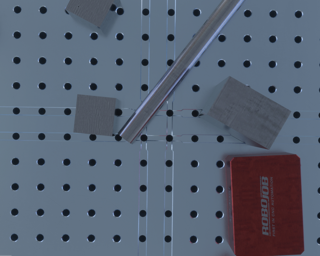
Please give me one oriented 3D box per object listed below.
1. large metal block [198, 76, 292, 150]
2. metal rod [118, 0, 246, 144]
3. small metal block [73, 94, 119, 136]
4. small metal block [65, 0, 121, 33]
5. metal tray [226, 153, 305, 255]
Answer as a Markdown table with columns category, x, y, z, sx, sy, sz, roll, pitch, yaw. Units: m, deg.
| category | x | y | z | sx | sy | sz | roll | pitch | yaw |
| --- | --- | --- | --- | --- | --- | --- | --- | --- | --- |
| large metal block | 0.100 | -0.017 | 0.386 | 0.080 | 0.080 | 0.050 | 30 | 90 | 0 |
| metal rod | 0.046 | -0.104 | 0.413 | 0.025 | 0.025 | 0.300 | 38 | 90 | 0 |
| small metal block | -0.084 | -0.017 | 0.413 | 0.050 | 0.025 | 0.050 | 6 | 90 | 0 |
| small metal block | -0.088 | -0.164 | 0.412 | 0.050 | 0.025 | 0.050 | 28 | 90 | 0 |
| metal tray | 0.138 | 0.100 | 0.412 | 0.091 | 0.030 | 0.129 | -3 | 90 | 0 |
